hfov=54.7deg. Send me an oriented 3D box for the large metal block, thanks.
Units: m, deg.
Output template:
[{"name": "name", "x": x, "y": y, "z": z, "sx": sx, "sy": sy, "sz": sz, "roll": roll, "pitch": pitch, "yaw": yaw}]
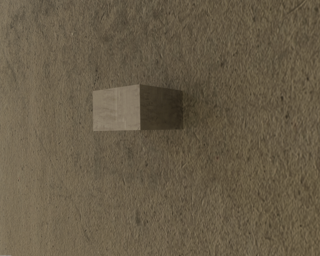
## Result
[{"name": "large metal block", "x": -0.027, "y": -0.022, "z": 0.391, "sx": 0.080, "sy": 0.081, "sz": 0.050, "roll": -1, "pitch": 89, "yaw": 39}]
